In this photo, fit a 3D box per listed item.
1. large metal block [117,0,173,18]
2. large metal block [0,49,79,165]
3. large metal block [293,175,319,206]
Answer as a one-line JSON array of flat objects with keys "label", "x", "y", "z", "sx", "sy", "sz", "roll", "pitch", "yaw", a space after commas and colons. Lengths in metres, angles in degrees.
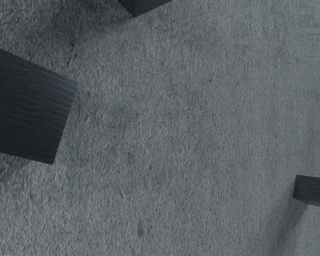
[{"label": "large metal block", "x": -0.023, "y": -0.181, "z": 0.349, "sx": 0.080, "sy": 0.080, "sz": 0.050, "roll": 37, "pitch": 67, "yaw": -34}, {"label": "large metal block", "x": -0.132, "y": -0.017, "z": 0.278, "sx": 0.080, "sy": 0.050, "sz": 0.080, "roll": 23, "pitch": 76, "yaw": -38}, {"label": "large metal block", "x": 0.343, "y": 0.138, "z": 0.656, "sx": 0.080, "sy": 0.080, "sz": 0.050, "roll": 25, "pitch": 74, "yaw": -37}]
